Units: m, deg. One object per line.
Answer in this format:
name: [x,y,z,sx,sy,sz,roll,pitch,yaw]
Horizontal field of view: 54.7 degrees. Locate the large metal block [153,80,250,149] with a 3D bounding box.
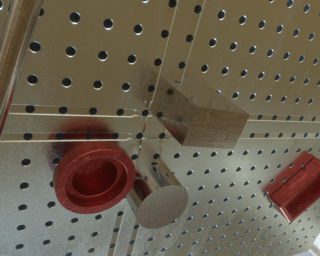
large metal block: [0.050,-0.017,0.394,0.081,0.080,0.050,6,116,-32]

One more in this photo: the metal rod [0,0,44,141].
metal rod: [-0.119,-0.113,0.276,0.025,0.025,0.298,14,111,-34]

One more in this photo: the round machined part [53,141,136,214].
round machined part: [-0.084,0.057,0.391,0.099,0.042,0.097,-14,125,-21]

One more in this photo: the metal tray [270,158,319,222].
metal tray: [0.306,0.134,0.662,0.130,0.030,0.090,-41,130,0]

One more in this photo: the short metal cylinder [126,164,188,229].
short metal cylinder: [-0.006,0.101,0.456,0.081,0.050,0.079,-14,125,-21]
